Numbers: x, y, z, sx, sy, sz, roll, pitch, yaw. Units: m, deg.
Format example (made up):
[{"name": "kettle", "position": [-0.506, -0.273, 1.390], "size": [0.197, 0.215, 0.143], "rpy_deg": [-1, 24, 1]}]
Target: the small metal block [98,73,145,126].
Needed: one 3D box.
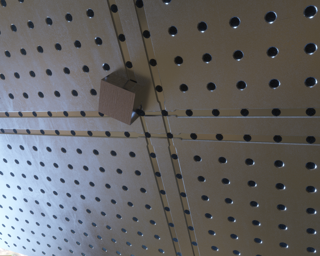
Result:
[{"name": "small metal block", "position": [-0.052, -0.038, 0.414], "size": [0.050, 0.025, 0.050], "rpy_deg": [23, 127, 13]}]
